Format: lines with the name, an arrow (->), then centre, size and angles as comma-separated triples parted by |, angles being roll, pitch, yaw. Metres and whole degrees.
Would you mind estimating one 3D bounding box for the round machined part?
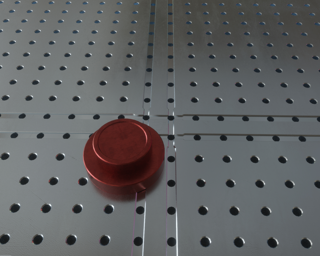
round machined part -> -0.043, 0.027, 0.374 | 0.099, 0.042, 0.098 | 0, 50, 0
